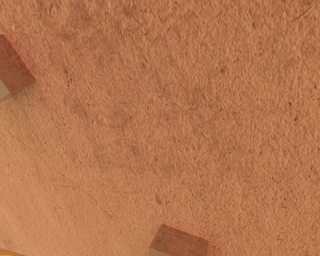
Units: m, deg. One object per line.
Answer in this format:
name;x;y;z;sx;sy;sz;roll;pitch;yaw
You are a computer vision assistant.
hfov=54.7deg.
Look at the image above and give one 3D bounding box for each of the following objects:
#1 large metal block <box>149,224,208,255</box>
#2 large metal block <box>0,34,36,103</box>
large metal block;0.029;0.216;0.509;0.080;0.050;0.079;14;124;20
large metal block;-0.253;-0.084;0.473;0.080;0.050;0.080;-21;108;36
